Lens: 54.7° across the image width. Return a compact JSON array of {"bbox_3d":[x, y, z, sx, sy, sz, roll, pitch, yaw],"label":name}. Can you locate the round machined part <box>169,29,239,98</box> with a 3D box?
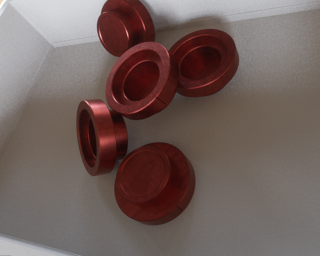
[{"bbox_3d":[0.057,-0.081,0.414,0.098,0.042,0.098,-13,56,20],"label":"round machined part"}]

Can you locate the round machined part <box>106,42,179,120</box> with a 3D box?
[{"bbox_3d":[-0.018,-0.055,0.389,0.098,0.042,0.098,-15,61,30],"label":"round machined part"}]

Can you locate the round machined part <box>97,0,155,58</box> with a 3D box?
[{"bbox_3d":[-0.058,-0.148,0.475,0.098,0.097,0.042,20,42,35],"label":"round machined part"}]

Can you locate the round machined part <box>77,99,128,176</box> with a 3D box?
[{"bbox_3d":[-0.074,0.011,0.403,0.042,0.097,0.098,-8,45,-29],"label":"round machined part"}]

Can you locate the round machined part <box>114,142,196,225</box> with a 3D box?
[{"bbox_3d":[-0.012,0.060,0.363,0.098,0.042,0.098,-13,56,20],"label":"round machined part"}]
